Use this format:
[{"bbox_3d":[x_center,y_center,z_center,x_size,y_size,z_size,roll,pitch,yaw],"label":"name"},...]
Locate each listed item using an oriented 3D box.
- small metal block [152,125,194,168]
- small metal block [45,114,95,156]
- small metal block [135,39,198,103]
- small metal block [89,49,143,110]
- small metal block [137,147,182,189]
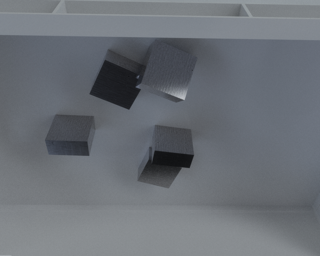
[{"bbox_3d":[0.016,0.024,0.414,0.050,0.050,0.025,7,130,-7],"label":"small metal block"},{"bbox_3d":[-0.113,0.009,0.398,0.050,0.050,0.025,2,130,-2],"label":"small metal block"},{"bbox_3d":[0.007,-0.061,0.339,0.050,0.050,0.025,20,172,-16],"label":"small metal block"},{"bbox_3d":[-0.048,-0.055,0.361,0.050,0.025,0.050,21,127,-18],"label":"small metal block"},{"bbox_3d":[-0.001,0.060,0.460,0.050,0.025,0.050,16,128,-14],"label":"small metal block"}]
